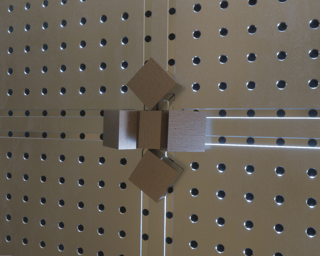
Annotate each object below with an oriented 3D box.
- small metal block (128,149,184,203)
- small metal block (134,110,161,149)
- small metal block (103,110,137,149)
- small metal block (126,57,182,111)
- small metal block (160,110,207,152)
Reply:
[{"bbox_3d":[-0.006,0.062,0.414,0.050,0.025,0.050,36,102,18],"label":"small metal block"},{"bbox_3d":[-0.007,0.002,0.415,0.050,0.025,0.050,2,90,20],"label":"small metal block"},{"bbox_3d":[-0.055,0.001,0.419,0.050,0.025,0.050,4,93,56],"label":"small metal block"},{"bbox_3d":[-0.008,-0.058,0.416,0.050,0.025,0.050,-45,75,14],"label":"small metal block"},{"bbox_3d":[0.029,0.004,0.388,0.050,0.025,0.050,2,91,-21],"label":"small metal block"}]
